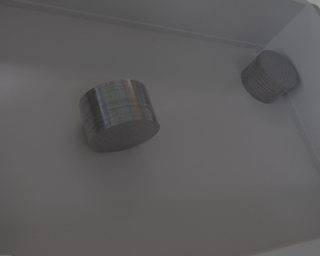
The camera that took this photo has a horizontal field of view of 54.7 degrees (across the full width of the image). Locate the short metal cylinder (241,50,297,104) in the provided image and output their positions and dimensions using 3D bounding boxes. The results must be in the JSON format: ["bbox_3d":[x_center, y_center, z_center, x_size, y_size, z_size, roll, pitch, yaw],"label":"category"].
[{"bbox_3d":[0.192,-0.090,0.548,0.081,0.050,0.080,14,56,-21],"label":"short metal cylinder"}]

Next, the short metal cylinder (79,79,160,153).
[{"bbox_3d":[-0.046,-0.011,0.352,0.081,0.080,0.050,-6,65,-31],"label":"short metal cylinder"}]
